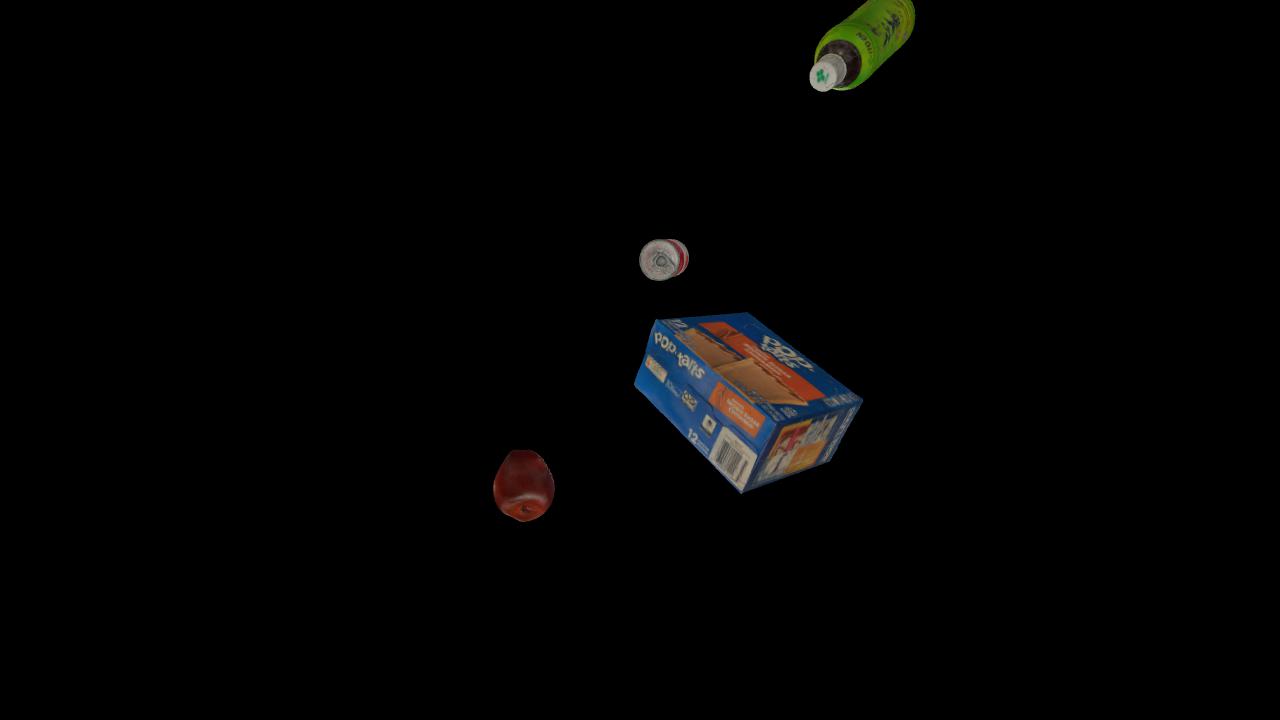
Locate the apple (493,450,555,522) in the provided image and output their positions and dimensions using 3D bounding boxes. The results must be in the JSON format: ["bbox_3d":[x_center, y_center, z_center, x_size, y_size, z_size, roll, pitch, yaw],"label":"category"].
[{"bbox_3d":[-0.148,0.160,0.789,0.079,0.079,0.093,0,39,-13],"label":"apple"}]

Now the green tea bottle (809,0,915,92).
[{"bbox_3d":[0.250,-0.357,0.702,0.073,0.073,0.212,0,39,43],"label":"green tea bottle"}]

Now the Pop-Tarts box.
[{"bbox_3d":[0.103,0.031,0.607,0.141,0.083,0.167,-7,39,-40],"label":"Pop-Tarts box"}]

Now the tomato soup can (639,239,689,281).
[{"bbox_3d":[0.042,-0.171,1.038,0.068,0.068,0.101,0,12,14],"label":"tomato soup can"}]
